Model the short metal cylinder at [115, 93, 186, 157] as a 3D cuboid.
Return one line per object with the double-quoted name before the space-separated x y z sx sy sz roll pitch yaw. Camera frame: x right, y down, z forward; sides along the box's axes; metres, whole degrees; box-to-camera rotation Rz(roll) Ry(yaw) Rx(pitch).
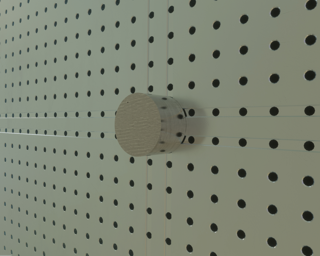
"short metal cylinder" -0.013 -0.004 0.405 0.080 0.050 0.080 0 90 40
